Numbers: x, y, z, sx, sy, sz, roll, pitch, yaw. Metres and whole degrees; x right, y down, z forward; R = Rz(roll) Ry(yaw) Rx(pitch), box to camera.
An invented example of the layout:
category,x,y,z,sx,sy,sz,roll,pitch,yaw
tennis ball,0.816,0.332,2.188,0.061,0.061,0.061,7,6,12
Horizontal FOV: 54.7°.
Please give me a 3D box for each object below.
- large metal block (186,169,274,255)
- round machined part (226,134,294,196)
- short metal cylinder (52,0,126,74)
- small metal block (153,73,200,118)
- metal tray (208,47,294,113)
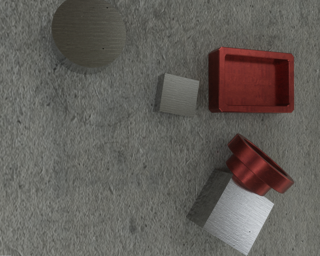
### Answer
category,x,y,z,sx,sy,sz,roll,pitch,yaw
large metal block,0.098,0.116,0.434,0.080,0.050,0.080,36,78,-17
round machined part,0.130,0.055,0.425,0.098,0.098,0.042,36,104,-17
short metal cylinder,-0.085,-0.107,0.365,0.081,0.050,0.079,0,90,-20
small metal block,0.022,-0.043,0.418,0.050,0.025,0.050,9,87,-20
metal tray,0.137,-0.067,0.458,0.131,0.030,0.089,0,90,-21
